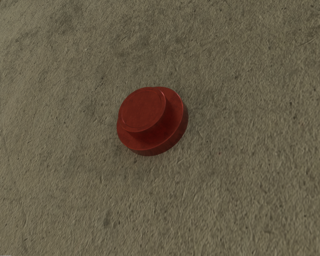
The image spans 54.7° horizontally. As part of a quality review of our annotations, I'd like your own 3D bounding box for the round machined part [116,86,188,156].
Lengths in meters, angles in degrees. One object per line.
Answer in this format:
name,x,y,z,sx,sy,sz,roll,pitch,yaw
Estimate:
round machined part,-0.016,-0.015,0.410,0.098,0.042,0.098,-13,56,20
